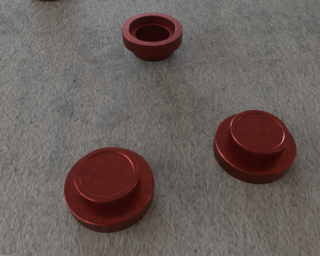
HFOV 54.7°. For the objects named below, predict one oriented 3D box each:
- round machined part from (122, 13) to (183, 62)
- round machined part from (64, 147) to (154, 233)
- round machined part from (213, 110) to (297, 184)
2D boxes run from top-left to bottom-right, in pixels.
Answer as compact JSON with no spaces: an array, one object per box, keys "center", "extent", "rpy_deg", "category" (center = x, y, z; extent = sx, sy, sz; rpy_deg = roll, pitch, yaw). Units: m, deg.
[{"center":[-0.012,-0.148,0.517],"extent":[0.099,0.042,0.098],"rpy_deg":[0,50,0],"category":"round machined part"},{"center":[-0.056,0.060,0.341],"extent":[0.099,0.042,0.098],"rpy_deg":[0,50,0],"category":"round machined part"},{"center":[0.117,0.016,0.380],"extent":[0.099,0.042,0.098],"rpy_deg":[0,50,0],"category":"round machined part"}]
